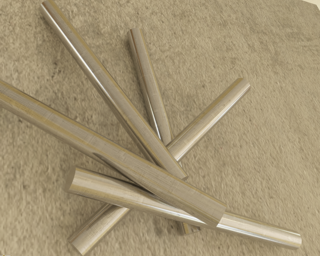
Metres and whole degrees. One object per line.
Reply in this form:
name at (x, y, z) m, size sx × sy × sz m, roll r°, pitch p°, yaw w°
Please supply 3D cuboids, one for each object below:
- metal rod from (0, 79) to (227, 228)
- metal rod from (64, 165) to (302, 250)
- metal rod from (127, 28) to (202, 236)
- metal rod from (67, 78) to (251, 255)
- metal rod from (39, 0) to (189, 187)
metal rod at (-0.076, 0.011, 0.308) m, size 0.301 × 0.025 × 0.025 m, roll 28°, pitch 50°, yaw 8°
metal rod at (0.047, 0.096, 0.339) m, size 0.302 × 0.025 × 0.025 m, roll 22°, pitch 53°, yaw -25°
metal rod at (-0.001, -0.012, 0.411) m, size 0.025 × 0.025 × 0.299 m, roll -1°, pitch 62°, yaw -29°
metal rod at (0.019, 0.027, 0.366) m, size 0.025 × 0.025 × 0.302 m, roll 46°, pitch 61°, yaw 4°
metal rod at (-0.067, -0.054, 0.370) m, size 0.025 × 0.025 × 0.300 m, roll -22°, pitch 64°, yaw -36°
